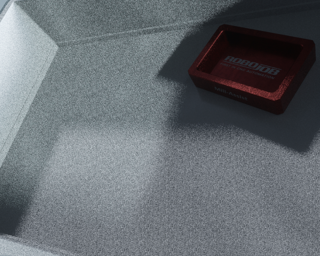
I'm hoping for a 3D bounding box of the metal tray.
[{"bbox_3d":[0.112,-0.079,0.392,0.130,0.030,0.090,26,76,37],"label":"metal tray"}]
